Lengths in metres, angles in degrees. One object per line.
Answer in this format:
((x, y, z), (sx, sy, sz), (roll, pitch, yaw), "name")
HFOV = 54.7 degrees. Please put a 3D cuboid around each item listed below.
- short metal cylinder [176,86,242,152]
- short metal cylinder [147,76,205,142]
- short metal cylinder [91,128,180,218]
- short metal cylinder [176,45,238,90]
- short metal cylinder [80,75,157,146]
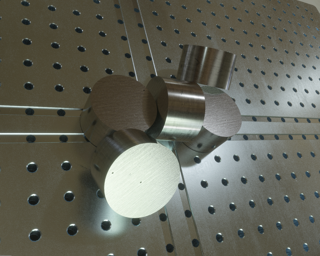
((0.067, -0.012, 0.436), (0.081, 0.050, 0.080), (14, 56, -21), "short metal cylinder")
((0.014, -0.023, 0.396), (0.050, 0.080, 0.080), (5, 60, -26), "short metal cylinder")
((-0.026, 0.046, 0.325), (0.081, 0.050, 0.079), (-9, 110, -25), "short metal cylinder")
((0.068, -0.089, 0.457), (0.081, 0.080, 0.050), (8, 100, -24), "short metal cylinder")
((-0.051, -0.017, 0.376), (0.081, 0.050, 0.080), (14, 56, -21), "short metal cylinder")
